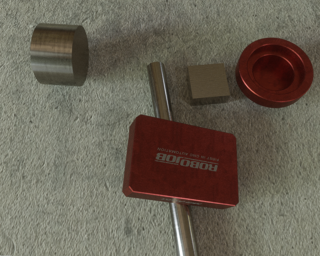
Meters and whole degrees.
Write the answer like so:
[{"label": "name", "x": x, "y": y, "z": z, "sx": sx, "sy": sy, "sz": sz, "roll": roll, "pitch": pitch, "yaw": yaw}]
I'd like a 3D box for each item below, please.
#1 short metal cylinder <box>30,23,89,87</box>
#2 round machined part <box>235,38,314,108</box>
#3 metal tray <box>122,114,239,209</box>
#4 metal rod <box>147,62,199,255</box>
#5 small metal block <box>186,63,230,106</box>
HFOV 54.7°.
[{"label": "short metal cylinder", "x": -0.130, "y": -0.097, "z": 0.413, "sx": 0.050, "sy": 0.080, "sz": 0.080, "roll": 4, "pitch": 70, "yaw": 1}, {"label": "round machined part", "x": 0.153, "y": -0.072, "z": 0.427, "sx": 0.099, "sy": 0.042, "sz": 0.098, "roll": 0, "pitch": 70, "yaw": -1}, {"label": "metal tray", "x": 0.027, "y": 0.042, "z": 0.365, "sx": 0.131, "sy": 0.030, "sz": 0.090, "roll": 12, "pitch": 64, "yaw": -17}, {"label": "metal rod", "x": 0.017, "y": 0.051, "z": 0.389, "sx": 0.025, "sy": 0.025, "sz": 0.299, "roll": -8, "pitch": 70, "yaw": -3}, {"label": "small metal block", "x": 0.066, "y": -0.060, "z": 0.431, "sx": 0.050, "sy": 0.025, "sz": 0.050, "roll": -5, "pitch": 70, "yaw": -3}]
